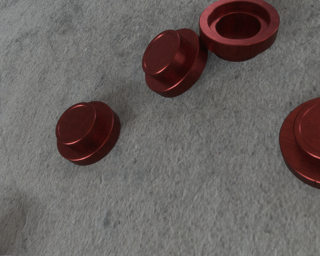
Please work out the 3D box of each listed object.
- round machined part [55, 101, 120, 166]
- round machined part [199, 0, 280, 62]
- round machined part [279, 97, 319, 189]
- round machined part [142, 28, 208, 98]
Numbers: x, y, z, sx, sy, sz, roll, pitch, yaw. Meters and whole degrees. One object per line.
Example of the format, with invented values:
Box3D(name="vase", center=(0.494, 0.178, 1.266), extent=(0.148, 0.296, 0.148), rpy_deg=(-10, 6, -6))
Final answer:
Box3D(name="round machined part", center=(-0.110, 0.002, 0.448), extent=(0.098, 0.042, 0.098), rpy_deg=(-13, 56, 20))
Box3D(name="round machined part", center=(0.101, -0.125, 0.405), extent=(0.099, 0.042, 0.098), rpy_deg=(-4, 55, 6))
Box3D(name="round machined part", center=(0.167, 0.009, 0.300), extent=(0.098, 0.042, 0.098), rpy_deg=(-13, 56, 20))
Box3D(name="round machined part", center=(0.013, -0.094, 0.425), extent=(0.098, 0.042, 0.098), rpy_deg=(-23, 54, 37))
